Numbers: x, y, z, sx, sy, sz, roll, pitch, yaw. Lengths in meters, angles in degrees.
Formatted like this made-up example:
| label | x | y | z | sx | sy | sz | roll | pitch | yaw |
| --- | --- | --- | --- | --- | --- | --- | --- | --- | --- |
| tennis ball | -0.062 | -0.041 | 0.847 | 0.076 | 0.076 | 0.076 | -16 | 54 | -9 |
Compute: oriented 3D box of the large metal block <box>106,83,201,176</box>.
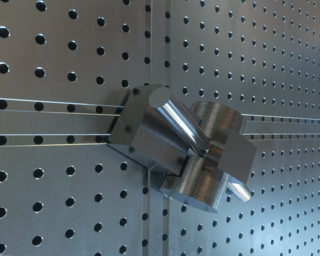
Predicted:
| label | x | y | z | sx | sy | sz | roll | pitch | yaw |
| --- | --- | --- | --- | --- | --- | --- | --- | --- | --- |
| large metal block | -0.005 | 0.003 | 0.381 | 0.080 | 0.050 | 0.080 | 36 | 68 | -34 |

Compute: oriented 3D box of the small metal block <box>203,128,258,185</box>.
| label | x | y | z | sx | sy | sz | roll | pitch | yaw |
| --- | --- | --- | --- | --- | --- | --- | --- | --- | --- |
| small metal block | 0.085 | 0.035 | 0.374 | 0.050 | 0.025 | 0.050 | 32 | 70 | -26 |

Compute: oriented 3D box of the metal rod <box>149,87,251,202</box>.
| label | x | y | z | sx | sy | sz | roll | pitch | yaw |
| --- | --- | --- | --- | --- | --- | --- | --- | --- | --- |
| metal rod | 0.071 | 0.041 | 0.413 | 0.300 | 0.025 | 0.025 | 45 | 62 | -48 |

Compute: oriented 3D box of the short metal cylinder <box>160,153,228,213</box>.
| label | x | y | z | sx | sy | sz | roll | pitch | yaw |
| --- | --- | --- | --- | --- | --- | --- | --- | --- | --- |
| short metal cylinder | 0.046 | 0.073 | 0.408 | 0.080 | 0.080 | 0.050 | 37 | 67 | -34 |

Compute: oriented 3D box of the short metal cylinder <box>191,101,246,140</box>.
| label | x | y | z | sx | sy | sz | roll | pitch | yaw |
| --- | --- | --- | --- | --- | --- | --- | --- | --- | --- |
| short metal cylinder | 0.073 | 0.004 | 0.431 | 0.080 | 0.080 | 0.050 | 34 | 69 | -35 |
